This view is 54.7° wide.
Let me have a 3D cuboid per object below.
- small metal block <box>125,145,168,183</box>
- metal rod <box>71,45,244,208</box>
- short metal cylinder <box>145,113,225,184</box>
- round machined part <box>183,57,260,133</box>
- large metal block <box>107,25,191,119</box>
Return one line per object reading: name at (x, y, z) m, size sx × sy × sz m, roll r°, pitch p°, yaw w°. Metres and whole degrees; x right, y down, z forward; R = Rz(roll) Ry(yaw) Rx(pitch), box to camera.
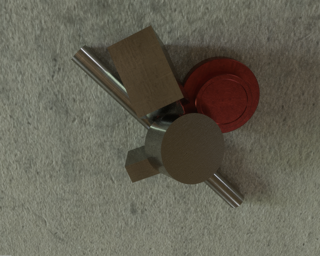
small metal block at (-0.017, 0.043, 0.414) m, size 0.050 × 0.050 × 0.025 m, roll -20°, pitch 108°, yaw 6°
metal rod at (0.007, 0.007, 0.414) m, size 0.025 × 0.025 × 0.300 m, roll -43°, pitch 105°, yaw 14°
short metal cylinder at (0.028, 0.022, 0.366) m, size 0.081 × 0.050 × 0.079 m, roll -1°, pitch 93°, yaw -23°
round machined part at (0.076, -0.038, 0.388) m, size 0.099 × 0.042 × 0.097 m, roll 0°, pitch 110°, yaw -1°
large metal block at (-0.008, -0.057, 0.349) m, size 0.050 × 0.080 × 0.080 m, roll -25°, pitch 86°, yaw 10°
